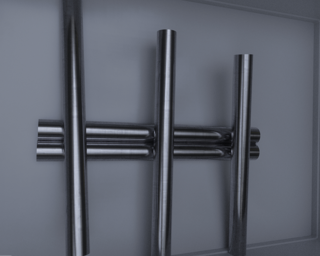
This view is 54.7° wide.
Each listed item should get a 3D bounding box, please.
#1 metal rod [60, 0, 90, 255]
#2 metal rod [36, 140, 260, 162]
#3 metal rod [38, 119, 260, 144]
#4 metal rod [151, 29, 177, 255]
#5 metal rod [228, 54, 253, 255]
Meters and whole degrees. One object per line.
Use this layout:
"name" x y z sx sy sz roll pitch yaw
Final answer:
"metal rod" -0.096 -0.014 0.348 0.025 0.025 0.298 -1 82 -20
"metal rod" -0.001 0.031 0.410 0.303 0.025 0.025 2 90 -21
"metal rod" 0.001 0.007 0.411 0.303 0.025 0.025 2 90 -21
"metal rod" 0.005 0.030 0.386 0.025 0.025 0.298 2 90 -20
"metal rod" 0.110 0.052 0.428 0.025 0.025 0.298 -4 100 -20
